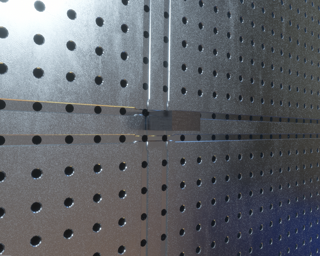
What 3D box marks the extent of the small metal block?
[{"bbox_3d":[0.018,-0.009,0.410,0.050,0.050,0.025,1,90,-40],"label":"small metal block"}]
